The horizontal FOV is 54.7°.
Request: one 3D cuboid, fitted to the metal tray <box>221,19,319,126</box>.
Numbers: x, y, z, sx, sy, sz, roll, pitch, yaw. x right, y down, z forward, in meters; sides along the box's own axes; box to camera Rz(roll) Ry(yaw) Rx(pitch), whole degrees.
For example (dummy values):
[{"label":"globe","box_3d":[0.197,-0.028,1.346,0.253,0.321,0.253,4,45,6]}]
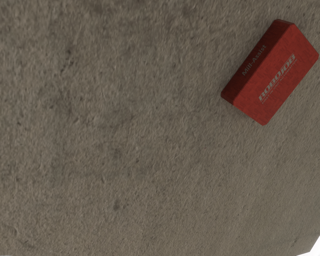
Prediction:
[{"label":"metal tray","box_3d":[0.159,-0.076,0.446,0.090,0.030,0.130,27,103,-38]}]
